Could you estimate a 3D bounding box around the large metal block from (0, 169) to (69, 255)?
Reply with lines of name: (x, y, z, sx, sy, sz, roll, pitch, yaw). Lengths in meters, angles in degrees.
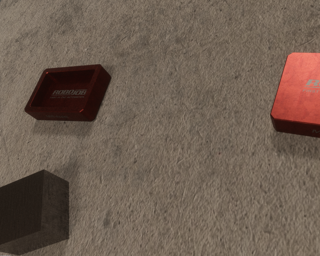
large metal block: (-0.169, 0.111, 0.406, 0.080, 0.050, 0.080, -22, 54, 14)

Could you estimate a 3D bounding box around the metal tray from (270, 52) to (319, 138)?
metal tray: (0.192, -0.032, 0.320, 0.130, 0.030, 0.090, 10, 67, 32)

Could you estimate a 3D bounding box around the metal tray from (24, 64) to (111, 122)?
metal tray: (-0.154, -0.058, 0.514, 0.130, 0.030, 0.090, 2, 63, 28)
